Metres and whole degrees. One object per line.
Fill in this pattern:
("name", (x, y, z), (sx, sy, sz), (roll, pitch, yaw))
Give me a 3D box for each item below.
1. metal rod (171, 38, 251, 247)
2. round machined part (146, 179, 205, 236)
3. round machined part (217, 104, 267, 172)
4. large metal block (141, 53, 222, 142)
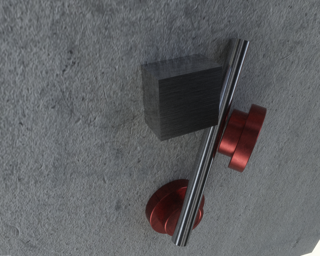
("metal rod", (0.066, 0.028, 0.428), (0.025, 0.025, 0.298), (7, 105, -32))
("round machined part", (0.030, 0.134, 0.495), (0.099, 0.042, 0.097), (-14, 124, -21))
("round machined part", (0.114, 0.011, 0.443), (0.098, 0.042, 0.098), (20, 91, -77))
("large metal block", (0.026, -0.039, 0.381), (0.081, 0.050, 0.079), (-16, 125, -20))
